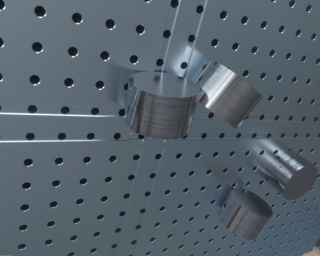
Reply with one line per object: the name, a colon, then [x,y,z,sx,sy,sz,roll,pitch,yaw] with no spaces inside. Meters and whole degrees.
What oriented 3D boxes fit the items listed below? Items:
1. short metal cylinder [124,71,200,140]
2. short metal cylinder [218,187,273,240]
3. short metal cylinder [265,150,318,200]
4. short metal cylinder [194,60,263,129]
short metal cylinder: [0.001,-0.028,0.359,0.081,0.080,0.050,-4,120,-26]
short metal cylinder: [0.151,0.150,0.551,0.081,0.080,0.050,11,113,-33]
short metal cylinder: [0.247,0.089,0.585,0.081,0.050,0.079,-14,124,-21]
short metal cylinder: [0.081,-0.042,0.394,0.080,0.080,0.050,30,102,-38]
